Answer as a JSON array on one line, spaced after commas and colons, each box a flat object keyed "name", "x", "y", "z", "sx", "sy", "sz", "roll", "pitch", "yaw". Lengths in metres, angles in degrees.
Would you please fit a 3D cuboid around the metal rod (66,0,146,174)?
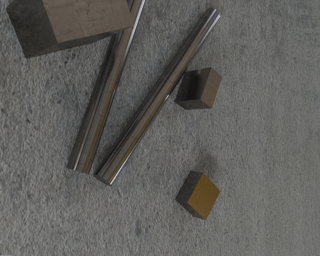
[{"name": "metal rod", "x": -0.048, "y": -0.094, "z": 0.365, "sx": 0.025, "sy": 0.025, "sz": 0.299, "roll": 26, "pitch": 74, "yaw": -37}]

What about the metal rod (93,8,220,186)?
[{"name": "metal rod", "x": 0.007, "y": -0.057, "z": 0.412, "sx": 0.025, "sy": 0.025, "sz": 0.300, "roll": 47, "pitch": 62, "yaw": -30}]

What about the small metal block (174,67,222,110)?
[{"name": "small metal block", "x": 0.053, "y": -0.054, "z": 0.435, "sx": 0.025, "sy": 0.050, "sz": 0.050, "roll": 32, "pitch": 70, "yaw": -36}]

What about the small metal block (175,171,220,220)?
[{"name": "small metal block", "x": 0.056, "y": 0.099, "z": 0.455, "sx": 0.050, "sy": 0.025, "sz": 0.050, "roll": 48, "pitch": 62, "yaw": -30}]

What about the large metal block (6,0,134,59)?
[{"name": "large metal block", "x": -0.087, "y": -0.107, "z": 0.297, "sx": 0.081, "sy": 0.080, "sz": 0.050, "roll": -28, "pitch": 108, "yaw": -37}]
